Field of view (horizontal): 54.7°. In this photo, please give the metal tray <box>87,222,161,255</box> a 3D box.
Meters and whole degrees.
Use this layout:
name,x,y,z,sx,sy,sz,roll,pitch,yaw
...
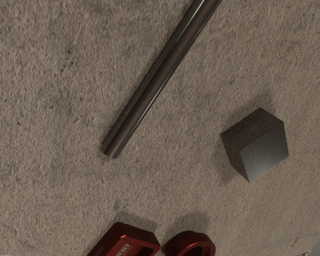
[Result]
name,x,y,z,sx,sy,sz,roll,pitch,yaw
metal tray,-0.072,0.218,0.500,0.090,0.030,0.130,34,99,-39

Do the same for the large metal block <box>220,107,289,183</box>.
name,x,y,z,sx,sy,sz,roll,pitch,yaw
large metal block,0.152,0.028,0.493,0.080,0.050,0.080,-33,129,-7

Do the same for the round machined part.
name,x,y,z,sx,sy,sz,roll,pitch,yaw
round machined part,0.049,0.227,0.566,0.099,0.042,0.097,-14,125,-21

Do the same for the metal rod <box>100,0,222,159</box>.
name,x,y,z,sx,sy,sz,roll,pitch,yaw
metal rod,0.018,-0.090,0.362,0.025,0.025,0.299,26,104,-37
